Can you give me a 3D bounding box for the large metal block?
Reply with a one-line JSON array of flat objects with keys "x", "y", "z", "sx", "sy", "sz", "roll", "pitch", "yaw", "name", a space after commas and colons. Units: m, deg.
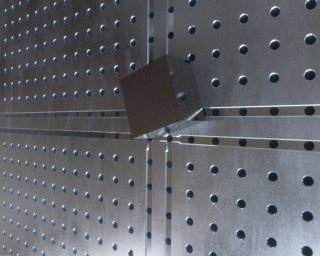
[{"x": 0.002, "y": -0.036, "z": 0.393, "sx": 0.080, "sy": 0.050, "sz": 0.080, "roll": -21, "pitch": 77, "yaw": 38, "name": "large metal block"}]
